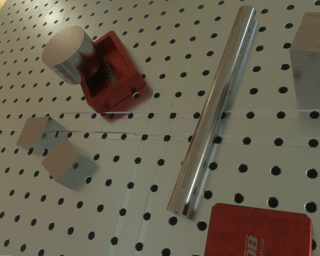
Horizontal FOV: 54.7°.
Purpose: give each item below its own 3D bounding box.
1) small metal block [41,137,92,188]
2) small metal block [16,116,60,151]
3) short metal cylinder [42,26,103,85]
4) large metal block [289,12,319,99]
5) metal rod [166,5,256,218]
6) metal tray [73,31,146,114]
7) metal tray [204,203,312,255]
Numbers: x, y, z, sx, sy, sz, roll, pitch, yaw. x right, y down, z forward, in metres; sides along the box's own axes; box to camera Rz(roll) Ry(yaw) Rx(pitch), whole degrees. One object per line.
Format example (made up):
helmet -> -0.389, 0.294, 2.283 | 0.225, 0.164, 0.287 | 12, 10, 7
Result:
small metal block -> -0.136, 0.049, 0.450 | 0.050, 0.025, 0.050 | -49, 52, -7
small metal block -> -0.199, 0.010, 0.507 | 0.050, 0.025, 0.050 | -2, 60, 27
short metal cylinder -> -0.140, -0.117, 0.498 | 0.080, 0.050, 0.080 | -13, 56, 21
large metal block -> 0.186, -0.069, 0.318 | 0.080, 0.080, 0.050 | 16, 70, 34
metal rod -> 0.072, -0.036, 0.392 | 0.025, 0.025, 0.300 | 9, 66, 32
metal tray -> -0.088, -0.095, 0.509 | 0.090, 0.030, 0.130 | -34, 51, 6
metal tray -> 0.084, 0.139, 0.276 | 0.090, 0.030, 0.130 | 1, 62, 28
